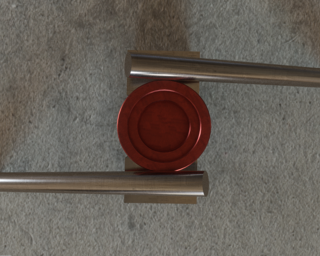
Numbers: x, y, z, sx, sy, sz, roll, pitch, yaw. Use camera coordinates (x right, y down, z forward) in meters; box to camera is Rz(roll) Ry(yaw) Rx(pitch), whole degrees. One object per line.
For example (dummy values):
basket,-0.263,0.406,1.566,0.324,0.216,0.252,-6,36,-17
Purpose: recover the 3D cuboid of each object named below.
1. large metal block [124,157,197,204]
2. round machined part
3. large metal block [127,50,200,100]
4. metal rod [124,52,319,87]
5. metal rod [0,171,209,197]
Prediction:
large metal block,0.001,0.059,0.384,0.081,0.080,0.050,1,90,-1
round machined part,0.004,-0.002,0.344,0.099,0.042,0.097,0,90,-1
large metal block,0.004,-0.061,0.384,0.081,0.080,0.050,1,90,-1
metal rod,0.109,-0.063,0.359,0.303,0.025,0.025,-1,90,-22
metal rod,-0.095,0.063,0.354,0.301,0.025,0.025,-4,90,22
